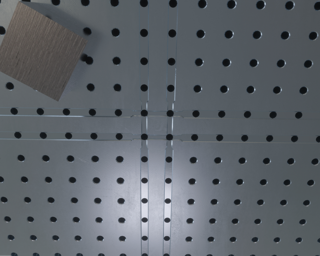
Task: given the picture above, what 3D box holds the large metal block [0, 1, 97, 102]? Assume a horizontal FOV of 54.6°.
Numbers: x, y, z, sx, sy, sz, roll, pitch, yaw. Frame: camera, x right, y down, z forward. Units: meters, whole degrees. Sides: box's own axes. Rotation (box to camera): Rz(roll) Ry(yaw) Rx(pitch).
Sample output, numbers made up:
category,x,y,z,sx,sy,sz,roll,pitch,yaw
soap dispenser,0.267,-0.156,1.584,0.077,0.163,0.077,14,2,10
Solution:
category,x,y,z,sx,sy,sz,roll,pitch,yaw
large metal block,-0.133,-0.090,0.366,0.080,0.050,0.080,29,108,-10
